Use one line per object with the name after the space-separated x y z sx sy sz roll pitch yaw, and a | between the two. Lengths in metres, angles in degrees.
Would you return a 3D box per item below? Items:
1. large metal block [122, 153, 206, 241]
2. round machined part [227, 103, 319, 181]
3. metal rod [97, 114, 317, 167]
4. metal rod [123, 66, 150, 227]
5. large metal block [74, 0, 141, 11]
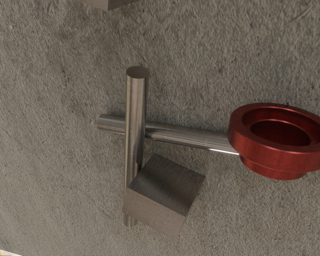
0.006 0.090 0.422 0.080 0.080 0.050 24 127 13 | large metal block
0.116 0.015 0.306 0.098 0.098 0.042 15 122 20 | round machined part
0.055 0.014 0.385 0.301 0.025 0.025 9 122 23 | metal rod
-0.037 0.050 0.429 0.025 0.025 0.298 21 134 15 | metal rod
-0.062 -0.158 0.305 0.080 0.080 0.050 22 127 14 | large metal block
